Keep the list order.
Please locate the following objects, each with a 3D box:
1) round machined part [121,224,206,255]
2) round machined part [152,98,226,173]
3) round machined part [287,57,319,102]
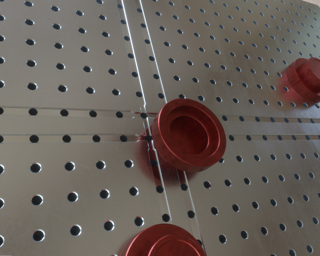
[{"bbox_3d":[0.010,0.146,0.313,0.099,0.042,0.098,13,56,-21],"label":"round machined part"},{"bbox_3d":[0.034,0.013,0.407,0.099,0.042,0.098,13,56,-21],"label":"round machined part"},{"bbox_3d":[0.310,-0.104,0.626,0.099,0.042,0.098,13,56,-21],"label":"round machined part"}]
